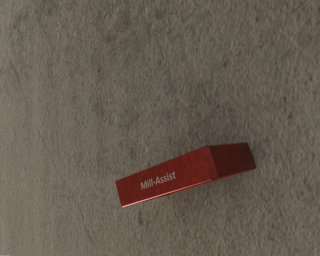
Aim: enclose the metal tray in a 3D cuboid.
[{"bbox_3d":[0.026,0.052,0.341,0.130,0.091,0.030,-26,74,37],"label":"metal tray"}]
